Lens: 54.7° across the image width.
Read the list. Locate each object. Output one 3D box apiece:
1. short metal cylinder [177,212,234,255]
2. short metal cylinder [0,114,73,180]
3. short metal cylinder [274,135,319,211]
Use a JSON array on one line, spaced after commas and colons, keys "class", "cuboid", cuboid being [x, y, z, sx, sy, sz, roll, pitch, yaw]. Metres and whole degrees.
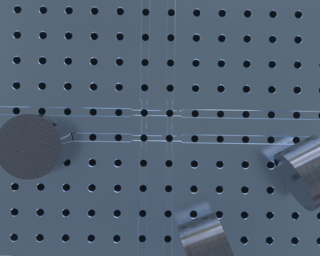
[{"class": "short metal cylinder", "cuboid": [0.060, 0.152, 0.386, 0.050, 0.080, 0.080, -21, 90, 0]}, {"class": "short metal cylinder", "cuboid": [-0.159, 0.023, 0.399, 0.081, 0.050, 0.079, 0, 90, 0]}, {"class": "short metal cylinder", "cuboid": [0.189, 0.056, 0.387, 0.050, 0.080, 0.080, -27, 90, 0]}]
